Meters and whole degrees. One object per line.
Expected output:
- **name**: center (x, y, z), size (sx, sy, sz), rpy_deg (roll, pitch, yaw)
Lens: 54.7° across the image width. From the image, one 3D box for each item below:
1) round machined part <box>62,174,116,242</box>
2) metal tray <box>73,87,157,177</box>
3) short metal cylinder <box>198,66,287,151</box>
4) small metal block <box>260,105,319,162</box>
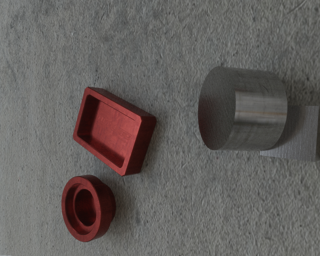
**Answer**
- **round machined part**: center (-0.106, 0.121, 0.479), size (0.098, 0.042, 0.097), rpy_deg (0, 90, 39)
- **metal tray**: center (-0.072, 0.002, 0.458), size (0.130, 0.030, 0.089), rpy_deg (29, 108, 36)
- **short metal cylinder**: center (0.076, -0.018, 0.301), size (0.080, 0.050, 0.079), rpy_deg (-177, 89, -74)
- **small metal block**: center (0.128, 0.004, 0.299), size (0.050, 0.025, 0.050), rpy_deg (5, 93, 39)
